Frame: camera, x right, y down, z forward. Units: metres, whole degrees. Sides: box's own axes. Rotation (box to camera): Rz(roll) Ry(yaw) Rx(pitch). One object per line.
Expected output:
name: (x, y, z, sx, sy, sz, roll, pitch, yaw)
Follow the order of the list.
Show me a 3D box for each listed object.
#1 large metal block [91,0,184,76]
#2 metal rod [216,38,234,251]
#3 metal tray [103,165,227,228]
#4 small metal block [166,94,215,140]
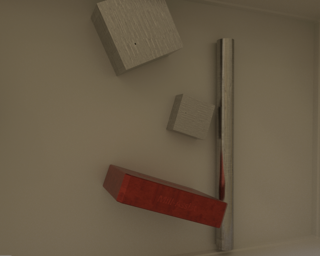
large metal block: (-0.029, -0.120, 0.387, 0.081, 0.050, 0.080, -26, 99, -18)
metal rod: (0.094, 0.023, 0.446, 0.025, 0.025, 0.298, 0, 90, -20)
metal tray: (0.004, 0.081, 0.378, 0.131, 0.090, 0.030, 20, 84, -19)
small metal block: (0.042, -0.015, 0.427, 0.050, 0.025, 0.050, 18, 84, -20)
